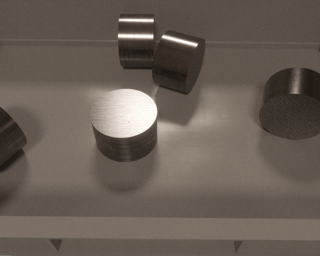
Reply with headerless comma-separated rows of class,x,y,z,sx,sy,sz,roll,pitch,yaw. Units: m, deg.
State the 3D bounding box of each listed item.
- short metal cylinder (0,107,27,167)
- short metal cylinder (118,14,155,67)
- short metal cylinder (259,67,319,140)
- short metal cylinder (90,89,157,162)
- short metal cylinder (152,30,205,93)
short metal cylinder,-0.205,0.008,0.360,0.080,0.080,0.050,26,55,20
short metal cylinder,-0.034,-0.136,0.483,0.050,0.080,0.080,1,50,0
short metal cylinder,0.173,-0.030,0.397,0.080,0.080,0.050,15,52,12
short metal cylinder,-0.044,-0.004,0.392,0.081,0.050,0.080,0,50,0
short metal cylinder,0.028,-0.096,0.451,0.050,0.080,0.080,19,53,15
